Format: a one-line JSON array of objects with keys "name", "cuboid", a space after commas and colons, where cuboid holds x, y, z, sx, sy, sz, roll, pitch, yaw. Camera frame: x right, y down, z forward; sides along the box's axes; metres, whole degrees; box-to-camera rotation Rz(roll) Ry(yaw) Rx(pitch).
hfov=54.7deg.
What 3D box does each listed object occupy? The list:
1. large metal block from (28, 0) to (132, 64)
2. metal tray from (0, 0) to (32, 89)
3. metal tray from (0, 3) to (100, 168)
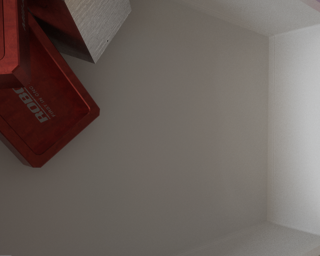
[{"name": "large metal block", "cuboid": [-0.076, -0.124, 0.303, 0.080, 0.050, 0.080, -63, 162, -21]}, {"name": "metal tray", "cuboid": [-0.150, -0.093, 0.230, 0.091, 0.030, 0.129, -6, 78, -9]}, {"name": "metal tray", "cuboid": [-0.129, -0.038, 0.295, 0.090, 0.030, 0.130, -47, 119, -30]}]
